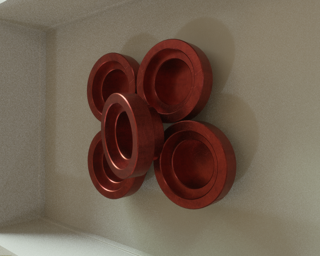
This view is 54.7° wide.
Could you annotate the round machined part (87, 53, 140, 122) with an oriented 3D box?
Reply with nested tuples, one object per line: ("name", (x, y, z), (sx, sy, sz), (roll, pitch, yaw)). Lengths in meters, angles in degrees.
("round machined part", (-0.056, -0.054, 0.437), (0.098, 0.042, 0.097), (0, 90, 39))

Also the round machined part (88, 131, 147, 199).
("round machined part", (-0.054, 0.048, 0.436), (0.098, 0.042, 0.097), (0, 90, 39))

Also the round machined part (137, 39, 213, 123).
("round machined part", (0.021, -0.054, 0.374), (0.098, 0.042, 0.097), (0, 90, 39))

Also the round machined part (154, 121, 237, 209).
("round machined part", (0.043, 0.040, 0.356), (0.098, 0.042, 0.097), (0, 90, 39))

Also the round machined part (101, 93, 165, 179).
("round machined part", (-0.030, 0.007, 0.361), (0.098, 0.042, 0.097), (14, 106, 56))
